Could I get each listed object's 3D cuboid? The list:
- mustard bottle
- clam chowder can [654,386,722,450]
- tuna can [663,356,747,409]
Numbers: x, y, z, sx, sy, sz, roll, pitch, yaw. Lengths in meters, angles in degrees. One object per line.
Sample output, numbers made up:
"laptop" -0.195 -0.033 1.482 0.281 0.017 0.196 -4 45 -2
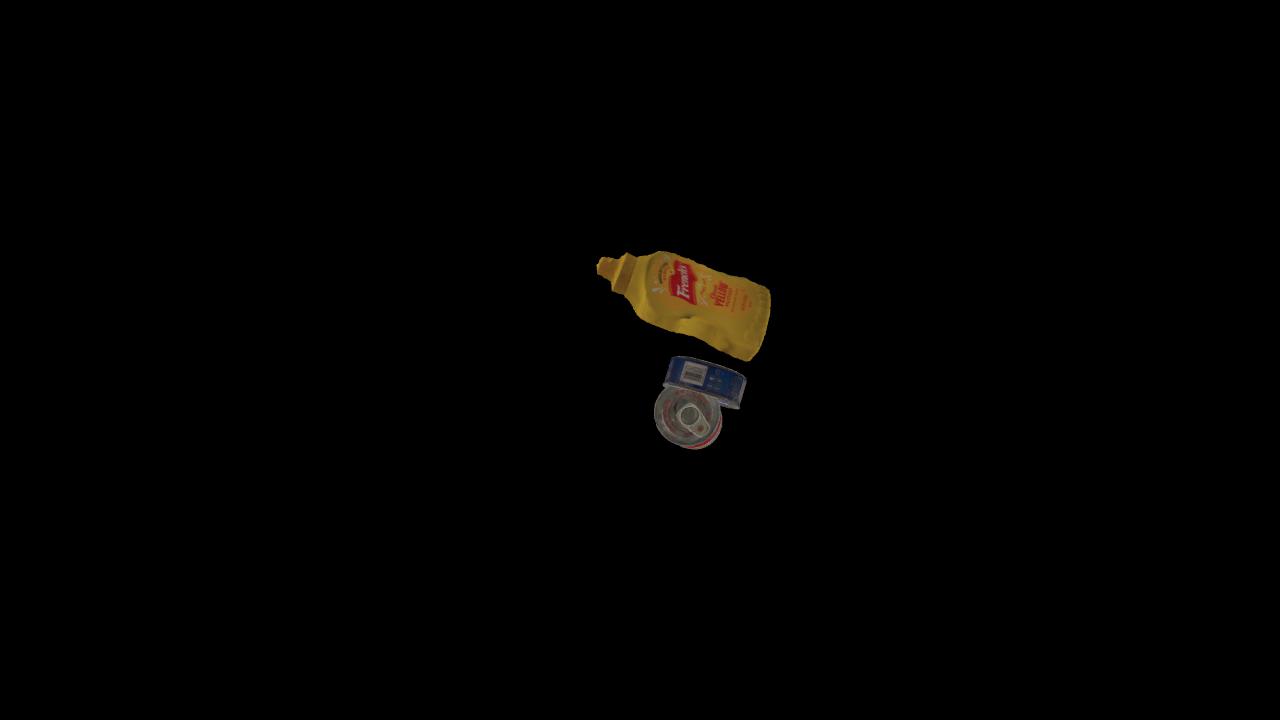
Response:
"mustard bottle" 0.042 -0.067 0.641 0.184 0.092 0.054 20 -29 -6
"clam chowder can" 0.055 0.062 0.665 0.068 0.068 0.102 0 -10 10
"tuna can" 0.068 0.023 0.642 0.084 0.034 0.084 17 -6 2
